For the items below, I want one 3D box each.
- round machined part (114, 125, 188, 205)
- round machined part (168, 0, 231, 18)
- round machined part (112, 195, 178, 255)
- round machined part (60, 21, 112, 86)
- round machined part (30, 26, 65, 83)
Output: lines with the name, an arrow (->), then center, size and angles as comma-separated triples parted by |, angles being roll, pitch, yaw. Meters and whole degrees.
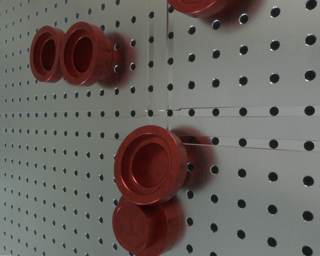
round machined part -> -0.008, 0.048, 0.395 | 0.098, 0.042, 0.098 | -11, 69, 30
round machined part -> 0.054, -0.175, 0.355 | 0.098, 0.042, 0.097 | 0, 90, 40
round machined part -> -0.027, 0.129, 0.422 | 0.098, 0.042, 0.097 | 0, 90, 40
round machined part -> -0.114, -0.115, 0.494 | 0.098, 0.042, 0.097 | 0, 90, 40
round machined part -> -0.190, -0.129, 0.557 | 0.098, 0.042, 0.097 | 0, 90, 40
